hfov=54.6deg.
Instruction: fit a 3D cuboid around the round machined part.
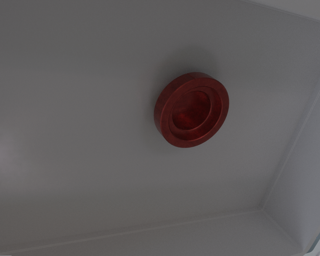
[{"bbox_3d":[0.036,-0.026,0.401,0.099,0.042,0.097,-14,124,-21],"label":"round machined part"}]
